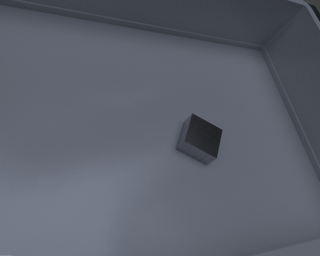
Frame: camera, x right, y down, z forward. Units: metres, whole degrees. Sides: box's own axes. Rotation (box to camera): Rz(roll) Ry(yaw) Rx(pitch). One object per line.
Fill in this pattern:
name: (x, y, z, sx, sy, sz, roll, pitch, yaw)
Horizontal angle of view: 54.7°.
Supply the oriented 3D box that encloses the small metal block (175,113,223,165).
small metal block: (0.055, 0.016, 0.427, 0.050, 0.025, 0.050, 28, 52, -11)
